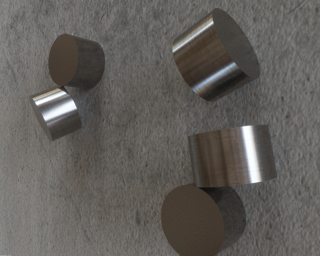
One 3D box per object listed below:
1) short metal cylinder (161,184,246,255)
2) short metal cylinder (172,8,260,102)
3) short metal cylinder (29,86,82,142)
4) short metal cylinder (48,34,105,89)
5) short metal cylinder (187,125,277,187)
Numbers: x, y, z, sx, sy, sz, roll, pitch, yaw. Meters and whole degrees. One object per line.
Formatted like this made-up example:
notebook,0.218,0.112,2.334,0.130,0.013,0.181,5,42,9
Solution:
short metal cylinder,0.048,0.101,0.348,0.080,0.050,0.079,0,90,39
short metal cylinder,0.059,-0.074,0.319,0.050,0.081,0.080,-30,72,36
short metal cylinder,-0.169,-0.024,0.502,0.080,0.050,0.079,43,149,35
short metal cylinder,-0.134,-0.105,0.496,0.080,0.050,0.079,0,90,39
short metal cylinder,0.071,0.028,0.310,0.080,0.081,0.050,-12,82,39
